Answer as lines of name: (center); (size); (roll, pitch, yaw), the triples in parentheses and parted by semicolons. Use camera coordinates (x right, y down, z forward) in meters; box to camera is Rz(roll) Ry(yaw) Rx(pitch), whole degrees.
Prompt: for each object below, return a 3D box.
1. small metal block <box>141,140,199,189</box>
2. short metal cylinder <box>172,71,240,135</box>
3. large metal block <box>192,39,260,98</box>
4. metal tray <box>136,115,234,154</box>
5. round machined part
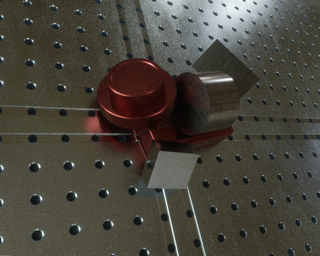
small metal block: (0.011, 0.044, 0.364); (0.050, 0.050, 0.025); (7, 24, -24)
short metal cylinder: (0.056, -0.033, 0.403); (0.050, 0.080, 0.080); (-9, 67, -33)
large metal block: (0.098, -0.083, 0.466); (0.080, 0.050, 0.080); (44, 15, 1)
metal tray: (0.029, -0.014, 0.427); (0.131, 0.030, 0.090); (-12, 68, -33)
round machined part: (-0.029, -0.049, 0.383); (0.099, 0.042, 0.098); (-1, 51, 1)
